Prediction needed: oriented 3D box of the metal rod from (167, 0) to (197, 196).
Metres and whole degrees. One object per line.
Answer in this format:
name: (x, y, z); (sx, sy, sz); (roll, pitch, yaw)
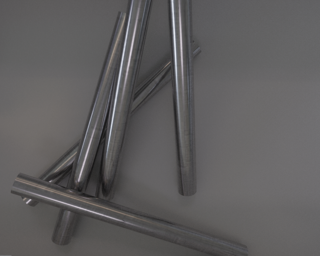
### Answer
metal rod: (0.026, -0.052, 0.351); (0.025, 0.025, 0.298); (-5, 115, 0)

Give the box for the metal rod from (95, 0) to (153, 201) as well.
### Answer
metal rod: (-0.041, -0.044, 0.354); (0.025, 0.025, 0.298); (14, 113, 0)

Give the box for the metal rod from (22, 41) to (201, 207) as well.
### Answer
metal rod: (-0.064, -0.008, 0.410); (0.300, 0.025, 0.025); (-43, 90, 0)

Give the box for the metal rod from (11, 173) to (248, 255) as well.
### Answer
metal rod: (-0.028, 0.116, 0.386); (0.302, 0.025, 0.025); (21, 90, -10)

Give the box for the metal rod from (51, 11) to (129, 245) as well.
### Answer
metal rod: (-0.083, 0.010, 0.382); (0.025, 0.025, 0.298); (19, 101, 0)
